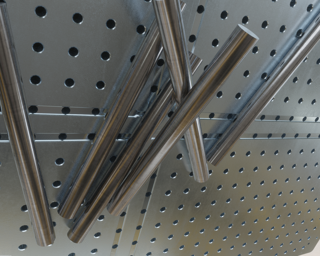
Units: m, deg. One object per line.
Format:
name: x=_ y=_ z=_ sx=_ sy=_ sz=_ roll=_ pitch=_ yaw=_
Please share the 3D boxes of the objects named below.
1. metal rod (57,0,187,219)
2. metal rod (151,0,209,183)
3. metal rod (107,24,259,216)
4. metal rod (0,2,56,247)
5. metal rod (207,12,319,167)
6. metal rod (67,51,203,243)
metal rod: x=-0.053 y=-0.013 z=0.373 sx=0.025 sy=0.025 sz=0.299 roll=19 pitch=109 yaw=-35
metal rod: x=0.035 y=-0.022 z=0.387 sx=0.025 sy=0.025 sz=0.299 roll=-28 pitch=137 yaw=-10
metal rod: x=0.010 y=0.012 z=0.373 sx=0.025 sy=0.025 sz=0.298 roll=13 pitch=127 yaw=-34
metal rod: x=-0.150 y=0.022 z=0.342 sx=0.025 sy=0.025 sz=0.298 roll=-12 pitch=124 yaw=-22
metal rod: x=0.168 y=-0.065 z=0.461 sx=0.025 sy=0.025 sz=0.299 roll=30 pitch=102 yaw=-38
metal rod: x=-0.039 y=0.033 z=0.409 sx=0.025 sy=0.025 sz=0.299 roll=25 pitch=105 yaw=-37
